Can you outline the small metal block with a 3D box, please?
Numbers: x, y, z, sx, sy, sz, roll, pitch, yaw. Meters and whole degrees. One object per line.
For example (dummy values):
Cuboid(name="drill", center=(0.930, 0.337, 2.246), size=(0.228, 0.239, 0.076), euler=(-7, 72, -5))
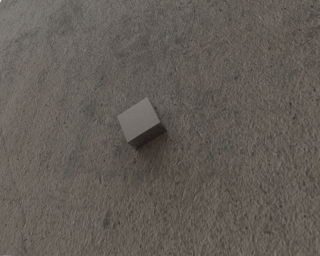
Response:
Cuboid(name="small metal block", center=(-0.024, -0.006, 0.421), size=(0.050, 0.025, 0.050), euler=(-32, 52, 7))
